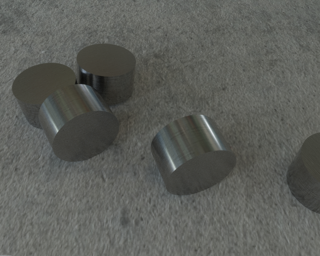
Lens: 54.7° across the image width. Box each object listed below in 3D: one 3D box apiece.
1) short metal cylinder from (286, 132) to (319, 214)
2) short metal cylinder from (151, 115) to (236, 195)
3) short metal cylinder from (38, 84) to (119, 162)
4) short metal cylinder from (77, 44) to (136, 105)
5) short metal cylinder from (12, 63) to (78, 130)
[{"bbox_3d":[0.191,0.051,0.347,0.081,0.050,0.080,0,50,0],"label":"short metal cylinder"},{"bbox_3d":[0.036,0.031,0.342,0.081,0.080,0.050,-15,52,-13],"label":"short metal cylinder"},{"bbox_3d":[-0.096,-0.005,0.371,0.081,0.080,0.050,-25,55,-20],"label":"short metal cylinder"},{"bbox_3d":[-0.077,-0.078,0.444,0.081,0.050,0.080,6,45,-6],"label":"short metal cylinder"},{"bbox_3d":[-0.150,-0.044,0.422,0.081,0.050,0.080,0,50,0],"label":"short metal cylinder"}]
